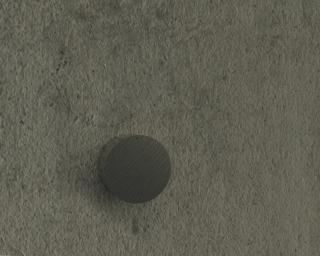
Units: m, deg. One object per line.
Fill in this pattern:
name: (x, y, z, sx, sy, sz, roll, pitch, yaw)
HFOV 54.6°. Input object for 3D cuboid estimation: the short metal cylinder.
short metal cylinder: (-0.033, 0.048, 0.383, 0.081, 0.050, 0.080, 0, 90, -20)
